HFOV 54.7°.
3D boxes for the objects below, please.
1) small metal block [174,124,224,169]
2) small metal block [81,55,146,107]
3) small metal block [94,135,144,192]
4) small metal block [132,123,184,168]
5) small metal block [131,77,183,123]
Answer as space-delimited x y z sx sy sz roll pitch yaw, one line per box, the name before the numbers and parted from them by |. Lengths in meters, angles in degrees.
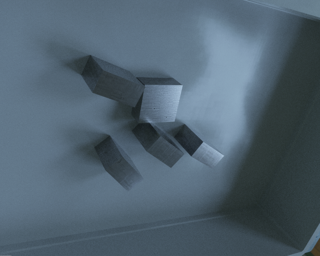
small metal block | 0.055 0.026 0.438 0.050 0.050 0.025 32 101 -38
small metal block | -0.051 -0.051 0.333 0.050 0.050 0.025 18 109 -35
small metal block | -0.052 0.044 0.391 0.025 0.050 0.050 -38 129 -3
small metal block | -0.003 0.019 0.402 0.025 0.050 0.050 -47 129 5
small metal block | -0.004 -0.035 0.385 0.050 0.025 0.050 -3 120 -27
